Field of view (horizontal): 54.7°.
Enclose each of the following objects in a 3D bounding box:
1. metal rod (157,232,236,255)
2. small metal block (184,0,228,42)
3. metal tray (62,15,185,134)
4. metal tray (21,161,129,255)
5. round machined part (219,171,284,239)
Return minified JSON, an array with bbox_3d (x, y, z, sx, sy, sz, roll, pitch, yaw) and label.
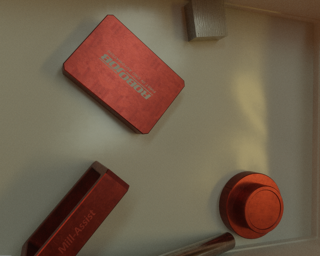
[{"bbox_3d":[-0.015,0.164,0.352,0.302,0.025,0.025,0,90,-41],"label":"metal rod"},{"bbox_3d":[0.065,-0.151,0.436,0.050,0.025,0.050,-9,93,-20],"label":"small metal block"},{"bbox_3d":[-0.044,-0.064,0.392,0.130,0.030,0.090,40,77,-16],"label":"metal tray"},{"bbox_3d":[-0.096,0.099,0.341,0.030,0.090,0.130,43,76,-15],"label":"metal tray"},{"bbox_3d":[0.141,0.115,0.455,0.099,0.042,0.097,0,90,-21],"label":"round machined part"}]
